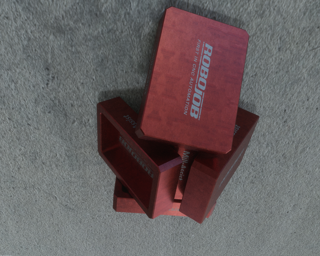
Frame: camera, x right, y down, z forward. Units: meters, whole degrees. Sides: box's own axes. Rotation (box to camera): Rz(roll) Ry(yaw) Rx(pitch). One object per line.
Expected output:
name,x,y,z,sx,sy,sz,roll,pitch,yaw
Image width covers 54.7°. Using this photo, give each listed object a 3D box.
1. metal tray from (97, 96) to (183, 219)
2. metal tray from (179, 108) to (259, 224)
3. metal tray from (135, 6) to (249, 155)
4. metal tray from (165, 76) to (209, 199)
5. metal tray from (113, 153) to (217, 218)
metal tray,-0.031,0.033,0.373,0.030,0.130,0.089,-22,138,-31
metal tray,0.075,0.042,0.380,0.030,0.131,0.089,27,134,21
metal tray,0.033,-0.045,0.310,0.091,0.129,0.030,14,170,-12
metal tray,0.025,0.013,0.377,0.030,0.090,0.129,5,130,-5
metal tray,0.005,0.074,0.428,0.131,0.090,0.030,5,130,-5
